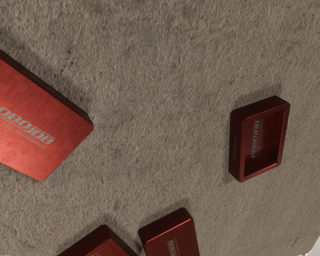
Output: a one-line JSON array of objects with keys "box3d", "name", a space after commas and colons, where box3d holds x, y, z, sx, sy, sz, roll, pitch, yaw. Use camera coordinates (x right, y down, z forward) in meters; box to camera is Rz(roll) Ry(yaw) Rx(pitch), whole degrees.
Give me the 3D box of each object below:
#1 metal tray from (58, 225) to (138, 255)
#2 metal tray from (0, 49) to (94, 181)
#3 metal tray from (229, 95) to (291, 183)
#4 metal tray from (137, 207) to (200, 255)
[{"box3d": [-0.089, 0.218, 0.491, 0.090, 0.030, 0.130, -34, 129, -6], "name": "metal tray"}, {"box3d": [-0.146, -0.009, 0.318, 0.090, 0.030, 0.130, -46, 130, 3], "name": "metal tray"}, {"box3d": [0.160, 0.020, 0.505, 0.091, 0.030, 0.129, -19, 126, -18], "name": "metal tray"}, {"box3d": [0.019, 0.208, 0.545, 0.091, 0.030, 0.129, -23, 127, -15], "name": "metal tray"}]
